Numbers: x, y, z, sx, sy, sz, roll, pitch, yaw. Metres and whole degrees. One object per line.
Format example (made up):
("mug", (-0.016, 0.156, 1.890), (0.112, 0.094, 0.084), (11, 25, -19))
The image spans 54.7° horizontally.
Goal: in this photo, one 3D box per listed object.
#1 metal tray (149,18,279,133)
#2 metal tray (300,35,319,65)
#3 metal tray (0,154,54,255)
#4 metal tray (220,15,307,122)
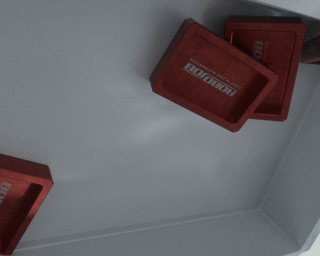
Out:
("metal tray", (0.065, -0.059, 0.374), (0.131, 0.030, 0.090), (25, 113, -20))
("metal tray", (0.241, -0.096, 0.396), (0.090, 0.130, 0.030), (9, 101, 12))
("metal tray", (-0.195, 0.093, 0.356), (0.090, 0.030, 0.129), (24, 106, -37))
("metal tray", (0.125, -0.074, 0.398), (0.090, 0.030, 0.129), (6, 124, 12))
